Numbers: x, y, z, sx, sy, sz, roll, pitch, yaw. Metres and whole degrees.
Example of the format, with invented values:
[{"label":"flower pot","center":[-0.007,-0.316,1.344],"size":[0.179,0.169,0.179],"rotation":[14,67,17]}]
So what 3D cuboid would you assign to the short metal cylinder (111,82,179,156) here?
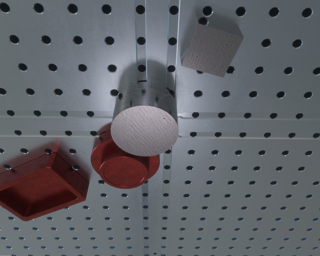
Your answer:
[{"label":"short metal cylinder","center":[-0.018,-0.010,0.386],"size":[0.081,0.050,0.079],"rotation":[0,130,0]}]

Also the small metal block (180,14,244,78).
[{"label":"small metal block","center":[0.055,-0.088,0.337],"size":[0.050,0.025,0.050],"rotation":[13,129,-11]}]

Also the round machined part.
[{"label":"round machined part","center":[-0.049,0.050,0.443],"size":[0.099,0.042,0.097],"rotation":[0,130,0]}]

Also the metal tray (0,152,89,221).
[{"label":"metal tray","center":[-0.191,0.096,0.488],"size":[0.130,0.030,0.090],"rotation":[-22,127,17]}]
